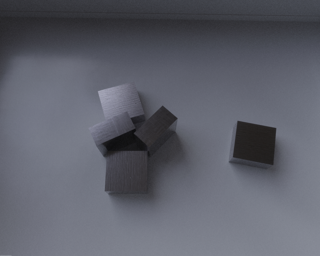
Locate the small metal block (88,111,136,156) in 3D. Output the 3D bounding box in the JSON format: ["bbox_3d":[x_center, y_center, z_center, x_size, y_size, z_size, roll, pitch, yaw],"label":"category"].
[{"bbox_3d":[-0.057,0.008,0.393,0.050,0.050,0.025,-24,72,-9],"label":"small metal block"}]

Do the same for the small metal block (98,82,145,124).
[{"bbox_3d":[-0.052,-0.030,0.420,0.050,0.025,0.050,-16,71,-6],"label":"small metal block"}]

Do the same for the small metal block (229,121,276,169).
[{"bbox_3d":[0.120,0.022,0.403,0.050,0.025,0.050,11,70,3],"label":"small metal block"}]

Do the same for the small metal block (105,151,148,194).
[{"bbox_3d":[-0.041,0.056,0.389,0.050,0.025,0.050,0,70,0],"label":"small metal block"}]

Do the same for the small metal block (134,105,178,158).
[{"bbox_3d":[-0.005,0.006,0.394,0.025,0.050,0.050,42,75,13],"label":"small metal block"}]
